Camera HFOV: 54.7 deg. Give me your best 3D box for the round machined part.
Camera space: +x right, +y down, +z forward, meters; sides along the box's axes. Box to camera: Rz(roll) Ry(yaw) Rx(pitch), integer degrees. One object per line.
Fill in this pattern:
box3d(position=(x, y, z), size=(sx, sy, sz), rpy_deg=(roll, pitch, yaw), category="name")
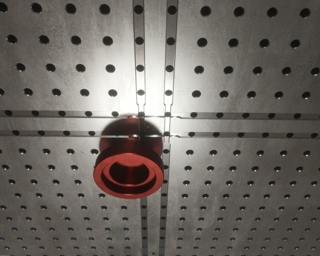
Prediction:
box3d(position=(-0.044, 0.056, 0.448), size=(0.099, 0.042, 0.097), rpy_deg=(-1, 130, 0), category="round machined part")
